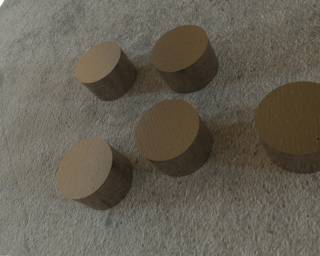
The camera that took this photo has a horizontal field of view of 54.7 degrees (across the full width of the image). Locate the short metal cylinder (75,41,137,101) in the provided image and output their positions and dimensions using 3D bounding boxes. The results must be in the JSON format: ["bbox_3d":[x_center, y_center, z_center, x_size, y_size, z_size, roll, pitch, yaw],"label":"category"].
[{"bbox_3d":[-0.084,-0.089,0.487,0.080,0.050,0.080,-13,56,21],"label":"short metal cylinder"}]

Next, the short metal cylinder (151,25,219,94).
[{"bbox_3d":[0.035,-0.094,0.428,0.080,0.050,0.080,-13,56,21],"label":"short metal cylinder"}]

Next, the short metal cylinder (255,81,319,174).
[{"bbox_3d":[0.142,0.000,0.313,0.080,0.050,0.080,-13,56,21],"label":"short metal cylinder"}]

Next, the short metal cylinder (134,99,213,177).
[{"bbox_3d":[0.017,0.012,0.372,0.080,0.050,0.080,-13,56,21],"label":"short metal cylinder"}]

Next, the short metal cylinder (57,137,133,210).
[{"bbox_3d":[-0.082,0.059,0.395,0.080,0.050,0.080,-13,56,21],"label":"short metal cylinder"}]
